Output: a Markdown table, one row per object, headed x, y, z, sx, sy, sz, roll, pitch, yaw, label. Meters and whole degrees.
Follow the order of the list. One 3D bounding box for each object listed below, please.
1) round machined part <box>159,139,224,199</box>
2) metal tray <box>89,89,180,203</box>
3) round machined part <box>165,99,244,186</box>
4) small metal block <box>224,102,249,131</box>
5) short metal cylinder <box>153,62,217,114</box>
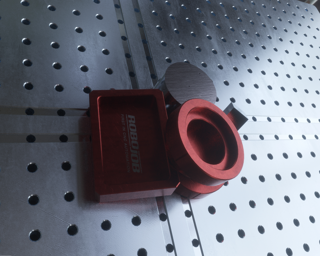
| x | y | z | sx | sy | sz | roll | pitch | yaw | label |
| --- | --- | --- | --- | --- | --- | --- | --- | --- | --- |
| 0.048 | 0.038 | 0.401 | 0.099 | 0.042 | 0.098 | 14 | 56 | -21 | round machined part |
| -0.034 | 0.016 | 0.364 | 0.091 | 0.030 | 0.130 | -3 | 62 | -14 | metal tray |
| 0.045 | 0.019 | 0.350 | 0.099 | 0.042 | 0.098 | 21 | 52 | -29 | round machined part |
| 0.095 | -0.007 | 0.437 | 0.025 | 0.050 | 0.050 | 40 | 16 | -2 | small metal block |
| 0.032 | -0.046 | 0.439 | 0.081 | 0.050 | 0.080 | 14 | 56 | -21 | short metal cylinder |
